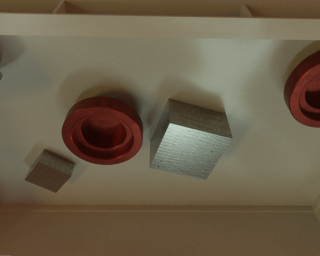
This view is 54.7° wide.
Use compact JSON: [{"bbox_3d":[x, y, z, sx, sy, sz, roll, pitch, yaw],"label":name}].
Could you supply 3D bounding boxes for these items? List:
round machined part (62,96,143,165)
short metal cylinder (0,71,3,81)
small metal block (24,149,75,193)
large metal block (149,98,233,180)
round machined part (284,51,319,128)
[{"bbox_3d":[-0.071,-0.001,0.396,0.099,0.042,0.097,-1,130,0],"label":"round machined part"},{"bbox_3d":[-0.218,-0.054,0.324,0.080,0.080,0.050,-18,128,14],"label":"short metal cylinder"},{"bbox_3d":[-0.164,0.065,0.462,0.050,0.025,0.050,31,124,-24],"label":"small metal block"},{"bbox_3d":[0.037,0.016,0.407,0.081,0.050,0.079,14,129,-12],"label":"large metal block"},{"bbox_3d":[0.193,-0.050,0.358,0.099,0.042,0.097,-1,130,0],"label":"round machined part"}]
